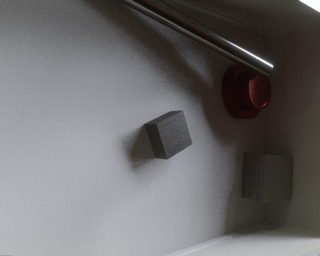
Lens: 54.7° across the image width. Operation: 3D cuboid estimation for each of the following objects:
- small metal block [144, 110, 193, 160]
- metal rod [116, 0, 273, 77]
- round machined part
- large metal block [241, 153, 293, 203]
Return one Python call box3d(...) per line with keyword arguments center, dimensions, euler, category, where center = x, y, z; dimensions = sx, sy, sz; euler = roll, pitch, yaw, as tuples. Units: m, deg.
box3d(center=(0.012, 0.008, 0.419), dimensions=(0.050, 0.025, 0.050), euler=(-28, 108, -37), category="small metal block")
box3d(center=(0.046, -0.133, 0.419), dimensions=(0.302, 0.025, 0.025), euler=(18, 79, -30), category="metal rod")
box3d(center=(0.153, -0.064, 0.526), dimensions=(0.099, 0.042, 0.097), euler=(0, 90, -40), category="round machined part")
box3d(center=(0.193, 0.087, 0.556), dimensions=(0.081, 0.050, 0.080), euler=(7, 86, -40), category="large metal block")
